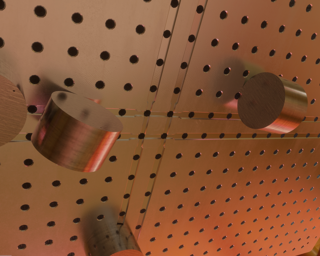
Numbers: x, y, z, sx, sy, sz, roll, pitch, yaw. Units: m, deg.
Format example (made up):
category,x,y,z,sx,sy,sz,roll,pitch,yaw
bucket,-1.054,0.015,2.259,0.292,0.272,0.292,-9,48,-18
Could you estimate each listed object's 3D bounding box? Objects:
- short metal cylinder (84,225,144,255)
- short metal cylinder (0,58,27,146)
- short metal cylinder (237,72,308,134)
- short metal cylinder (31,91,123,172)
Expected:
category,x,y,z,sx,sy,sz,roll,pitch,yaw
short metal cylinder,-0.071,0.198,0.479,0.081,0.050,0.079,-14,124,-21
short metal cylinder,-0.169,-0.025,0.287,0.081,0.050,0.079,-14,124,-21
short metal cylinder,0.158,-0.034,0.441,0.050,0.080,0.079,10,113,-33
short metal cylinder,-0.087,0.003,0.330,0.080,0.080,0.050,20,108,-36
